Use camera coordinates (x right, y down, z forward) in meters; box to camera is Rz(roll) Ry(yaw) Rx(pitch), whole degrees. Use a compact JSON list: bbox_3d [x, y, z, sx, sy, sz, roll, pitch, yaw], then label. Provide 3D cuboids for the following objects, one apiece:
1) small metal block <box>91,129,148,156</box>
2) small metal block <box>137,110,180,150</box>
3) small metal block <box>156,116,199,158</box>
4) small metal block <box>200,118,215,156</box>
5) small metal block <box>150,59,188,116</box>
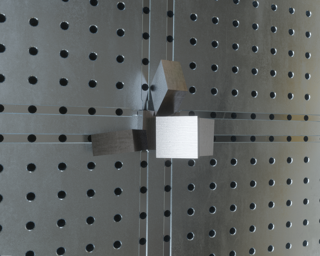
[{"bbox_3d":[-0.047,0.017,0.371,0.050,0.050,0.025,-7,87,15],"label":"small metal block"},{"bbox_3d":[-0.003,0.003,0.412,0.050,0.025,0.050,3,89,-20],"label":"small metal block"},{"bbox_3d":[0.023,0.011,0.382,0.050,0.025,0.050,0,90,13],"label":"small metal block"},{"bbox_3d":[0.049,0.012,0.419,0.050,0.025,0.050,4,88,-51],"label":"small metal block"},{"bbox_3d":[0.010,-0.049,0.392,0.025,0.050,0.050,3,53,-19],"label":"small metal block"}]
